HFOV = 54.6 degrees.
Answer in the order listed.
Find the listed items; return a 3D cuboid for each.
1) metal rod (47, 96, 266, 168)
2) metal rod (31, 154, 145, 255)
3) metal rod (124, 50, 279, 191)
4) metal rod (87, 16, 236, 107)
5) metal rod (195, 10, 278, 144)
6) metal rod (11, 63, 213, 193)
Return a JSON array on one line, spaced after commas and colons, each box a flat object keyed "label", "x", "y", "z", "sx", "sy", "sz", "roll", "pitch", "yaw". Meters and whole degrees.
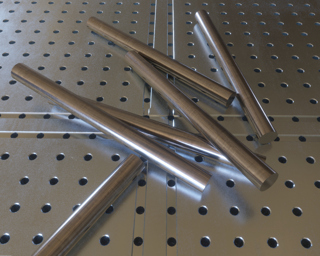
[{"label": "metal rod", "x": -0.015, "y": 0.000, "z": 0.407, "sx": 0.301, "sy": 0.025, "sz": 0.025, "roll": 18, "pitch": 53, "yaw": 15}, {"label": "metal rod", "x": -0.117, "y": 0.133, "z": 0.295, "sx": 0.025, "sy": 0.025, "sz": 0.301, "roll": 29, "pitch": 56, "yaw": 22}, {"label": "metal rod", "x": 0.032, "y": -0.030, "z": 0.409, "sx": 0.025, "sy": 0.025, "sz": 0.300, "roll": -26, "pitch": 48, "yaw": -20}, {"label": "metal rod", "x": -0.012, "y": -0.116, "z": 0.505, "sx": 0.300, "sy": 0.025, "sz": 0.025, "roll": 34, "pitch": 58, "yaw": 25}, {"label": "metal rod", "x": 0.108, "y": -0.100, "z": 0.491, "sx": 0.025, "sy": 0.025, "sz": 0.300, "roll": -9, "pitch": 51, "yaw": -8}, {"label": "metal rod", "x": -0.072, "y": -0.008, "z": 0.394, "sx": 0.300, "sy": 0.025, "sz": 0.025, "roll": 30, "pitch": 56, "yaw": 15}]
